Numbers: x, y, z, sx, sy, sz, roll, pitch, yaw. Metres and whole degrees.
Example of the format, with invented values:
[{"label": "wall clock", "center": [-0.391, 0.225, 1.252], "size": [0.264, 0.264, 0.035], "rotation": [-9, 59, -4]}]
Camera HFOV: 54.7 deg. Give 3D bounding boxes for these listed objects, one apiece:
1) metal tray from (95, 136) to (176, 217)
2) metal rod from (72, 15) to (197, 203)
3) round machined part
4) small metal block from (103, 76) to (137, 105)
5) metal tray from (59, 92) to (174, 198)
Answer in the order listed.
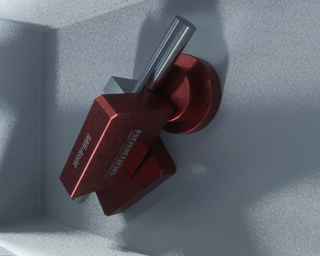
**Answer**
[{"label": "metal tray", "center": [-0.047, 0.056, 0.438], "size": [0.129, 0.030, 0.090], "rotation": [-42, 65, 31]}, {"label": "metal rod", "center": [-0.048, -0.002, 0.391], "size": [0.025, 0.025, 0.298], "rotation": [52, 124, 27]}, {"label": "round machined part", "center": [0.020, -0.041, 0.375], "size": [0.098, 0.042, 0.097], "rotation": [0, 90, 39]}, {"label": "small metal block", "center": [-0.041, -0.042, 0.420], "size": [0.025, 0.050, 0.050], "rotation": [-52, 60, 27]}, {"label": "metal tray", "center": [-0.050, 0.019, 0.353], "size": [0.030, 0.091, 0.129], "rotation": [49, 125, 25]}]
